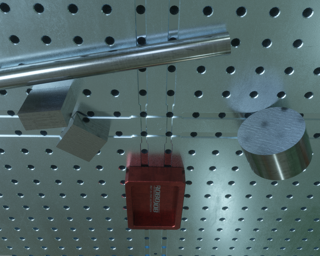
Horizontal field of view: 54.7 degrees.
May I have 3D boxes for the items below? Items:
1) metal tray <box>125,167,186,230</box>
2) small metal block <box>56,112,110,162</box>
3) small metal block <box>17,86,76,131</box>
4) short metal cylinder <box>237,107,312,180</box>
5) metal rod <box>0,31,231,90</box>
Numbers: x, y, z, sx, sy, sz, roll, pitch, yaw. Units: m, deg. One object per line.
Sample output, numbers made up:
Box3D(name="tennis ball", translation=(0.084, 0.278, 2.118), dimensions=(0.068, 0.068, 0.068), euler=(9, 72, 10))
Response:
Box3D(name="metal tray", translation=(-0.008, 0.118, 0.508), dimensions=(0.091, 0.030, 0.129), euler=(1, 130, -1))
Box3D(name="small metal block", translation=(-0.105, 0.013, 0.422), dimensions=(0.050, 0.025, 0.050), euler=(30, 124, -23))
Box3D(name="small metal block", translation=(-0.134, -0.025, 0.373), dimensions=(0.050, 0.050, 0.025), euler=(-5, 130, 4))
Box3D(name="short metal cylinder", translation=(0.145, 0.019, 0.393), dimensions=(0.080, 0.080, 0.050), euler=(-21, 127, 16))
Box3D(name="metal rod", translation=(-0.074, -0.072, 0.349), dimensions=(0.301, 0.025, 0.025), euler=(-8, 130, 6))
